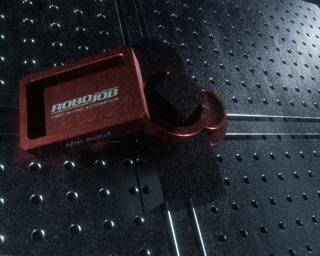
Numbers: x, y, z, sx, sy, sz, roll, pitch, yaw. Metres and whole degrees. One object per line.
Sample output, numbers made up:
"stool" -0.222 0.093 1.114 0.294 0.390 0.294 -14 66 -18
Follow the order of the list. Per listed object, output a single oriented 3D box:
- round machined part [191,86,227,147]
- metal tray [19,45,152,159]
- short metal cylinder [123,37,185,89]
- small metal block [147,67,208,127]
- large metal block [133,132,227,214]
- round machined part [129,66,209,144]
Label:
"round machined part" 0.054 -0.020 0.436 0.099 0.042 0.098 14 56 -21
"metal tray" -0.082 -0.028 0.331 0.131 0.030 0.090 -16 65 5
"short metal cylinder" -0.013 -0.078 0.432 0.081 0.050 0.080 14 56 -21
"small metal block" 0.019 -0.036 0.361 0.050 0.025 0.050 41 51 0
"large metal block" 0.021 0.051 0.368 0.081 0.050 0.080 1 62 -28
"round machined part" 0.008 -0.024 0.379 0.099 0.042 0.098 14 56 -21
